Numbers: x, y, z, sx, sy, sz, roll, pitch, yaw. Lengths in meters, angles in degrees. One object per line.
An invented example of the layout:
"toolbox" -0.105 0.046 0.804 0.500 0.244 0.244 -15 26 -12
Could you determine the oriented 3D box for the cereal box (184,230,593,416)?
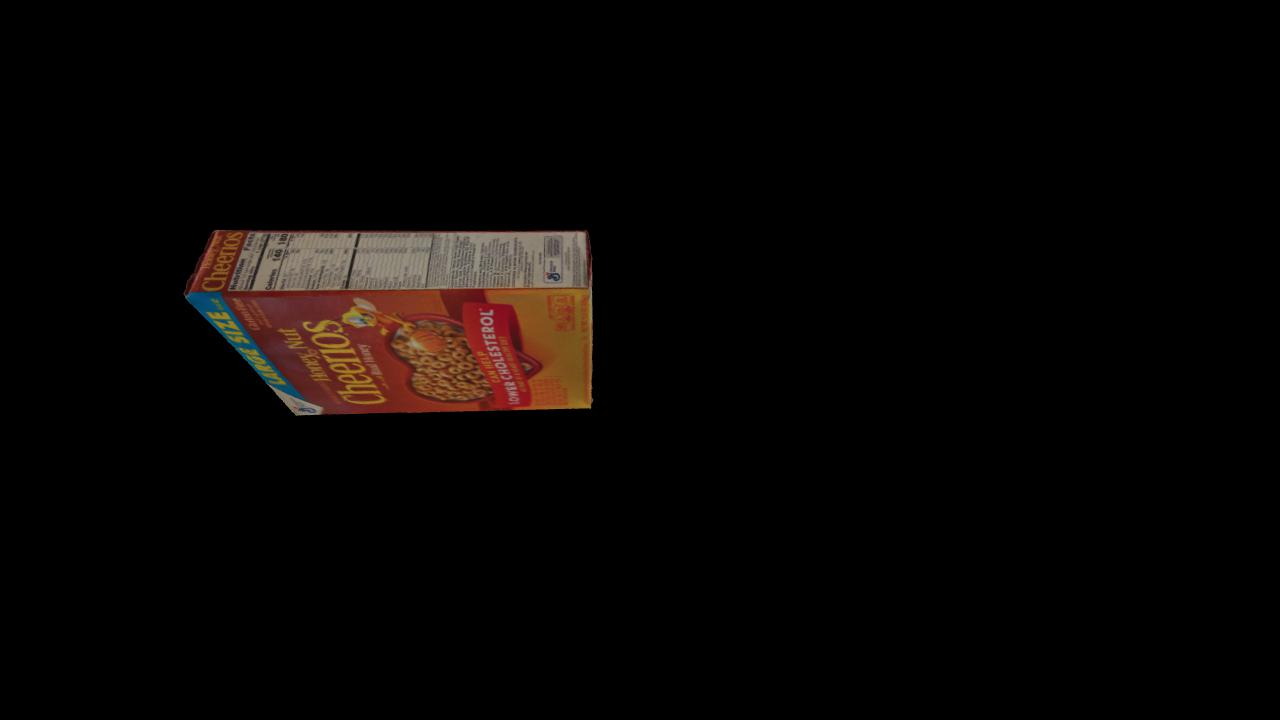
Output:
"cereal box" -0.196 -0.025 0.566 0.306 0.081 0.203 -1 -32 -6
